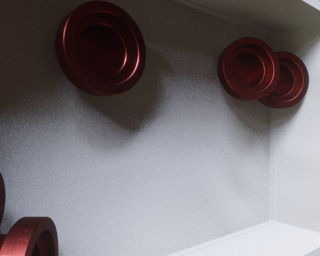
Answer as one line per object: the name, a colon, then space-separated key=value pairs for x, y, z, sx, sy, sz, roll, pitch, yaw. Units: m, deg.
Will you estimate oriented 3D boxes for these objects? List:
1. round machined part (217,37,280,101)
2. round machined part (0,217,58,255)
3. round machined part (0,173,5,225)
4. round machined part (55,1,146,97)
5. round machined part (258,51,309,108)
round machined part: x=0.136 y=-0.091 z=0.493 sx=0.099 sy=0.042 sz=0.097 roll=1 pitch=85 yaw=-16
round machined part: x=-0.124 y=0.128 z=0.268 sx=0.042 sy=0.098 sz=0.097 roll=1 pitch=90 yaw=-2
round machined part: x=-0.166 y=0.068 z=0.234 sx=0.098 sy=0.042 sz=0.097 roll=6 pitch=92 yaw=-84
round machined part: x=-0.067 y=-0.083 z=0.339 sx=0.099 sy=0.042 sz=0.097 roll=0 pitch=90 yaw=-40
round machined part: x=0.207 y=-0.083 z=0.550 sx=0.099 sy=0.042 sz=0.097 roll=0 pitch=92 yaw=-8
